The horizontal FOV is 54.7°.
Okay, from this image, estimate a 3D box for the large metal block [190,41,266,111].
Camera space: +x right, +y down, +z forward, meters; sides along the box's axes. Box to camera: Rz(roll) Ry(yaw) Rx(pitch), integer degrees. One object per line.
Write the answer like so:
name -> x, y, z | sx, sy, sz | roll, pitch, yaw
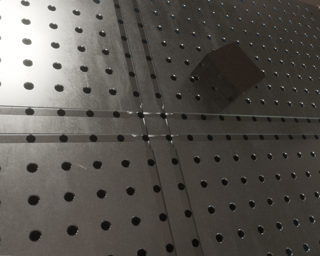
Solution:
large metal block -> 0.112, -0.086, 0.508 | 0.081, 0.050, 0.080 | -32, 80, -38
